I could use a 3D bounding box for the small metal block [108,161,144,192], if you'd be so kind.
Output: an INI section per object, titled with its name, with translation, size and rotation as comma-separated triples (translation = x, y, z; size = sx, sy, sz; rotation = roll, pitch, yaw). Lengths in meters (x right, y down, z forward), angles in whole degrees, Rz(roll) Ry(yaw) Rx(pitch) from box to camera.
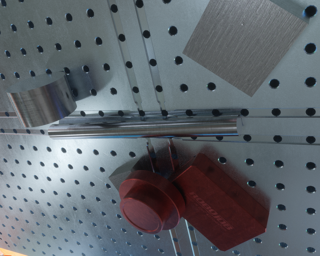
[small metal block]
translation = -0.044, 0.084, 0.485
size = 0.050, 0.025, 0.050
rotation = -23, 106, 36

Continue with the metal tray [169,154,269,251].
[metal tray]
translation = 0.073, 0.107, 0.435
size = 0.130, 0.030, 0.090
rotation = 42, 129, -1

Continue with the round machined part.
[round machined part]
translation = -0.017, 0.111, 0.438
size = 0.098, 0.042, 0.097
rotation = 17, 130, 22

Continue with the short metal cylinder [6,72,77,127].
[short metal cylinder]
translation = -0.164, -0.042, 0.434
size = 0.080, 0.080, 0.050
rotation = 1, 119, 27

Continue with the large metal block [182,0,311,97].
[large metal block]
translation = 0.081, -0.090, 0.296
size = 0.080, 0.050, 0.079
rotation = 34, 129, 5

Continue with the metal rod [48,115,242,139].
[metal rod]
translation = -0.040, 0.002, 0.431
size = 0.300, 0.025, 0.025
rotation = -2, 118, 28
